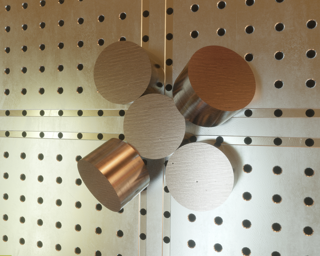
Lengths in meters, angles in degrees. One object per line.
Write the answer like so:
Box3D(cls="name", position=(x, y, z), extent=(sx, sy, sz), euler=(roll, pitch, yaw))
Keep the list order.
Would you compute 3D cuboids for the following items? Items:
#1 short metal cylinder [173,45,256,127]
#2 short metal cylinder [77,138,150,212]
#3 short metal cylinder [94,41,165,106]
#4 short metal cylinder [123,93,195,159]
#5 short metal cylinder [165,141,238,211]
Box3D(cls="short metal cylinder", position=(0.061, -0.046, 0.356), extent=(0.081, 0.050, 0.080), euler=(6, 68, -16))
Box3D(cls="short metal cylinder", position=(-0.060, 0.060, 0.397), extent=(0.080, 0.050, 0.079), euler=(30, 140, 29))
Box3D(cls="short metal cylinder", position=(-0.040, -0.070, 0.412), extent=(0.080, 0.050, 0.079), euler=(0, 90, 19))
Box3D(cls="short metal cylinder", position=(0.000, -0.002, 0.398), extent=(0.080, 0.050, 0.079), euler=(0, 90, 19))
Box3D(cls="short metal cylinder", position=(0.053, 0.056, 0.380), extent=(0.080, 0.050, 0.079), euler=(0, 90, 19))
